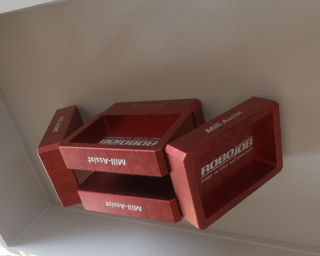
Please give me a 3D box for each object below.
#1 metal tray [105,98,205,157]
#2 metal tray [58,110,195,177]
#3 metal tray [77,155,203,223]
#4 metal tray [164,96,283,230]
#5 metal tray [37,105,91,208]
[{"bbox_3d":[-0.004,0.010,0.412,0.130,0.030,0.089,-1,118,28],"label":"metal tray"},{"bbox_3d":[-0.036,0.013,0.352,0.130,0.090,0.030,0,118,28],"label":"metal tray"},{"bbox_3d":[-0.022,0.066,0.378,0.130,0.090,0.030,0,118,28],"label":"metal tray"},{"bbox_3d":[0.073,0.033,0.322,0.030,0.131,0.089,23,134,52],"label":"metal tray"},{"bbox_3d":[-0.123,0.033,0.426,0.030,0.130,0.089,-15,116,0],"label":"metal tray"}]
